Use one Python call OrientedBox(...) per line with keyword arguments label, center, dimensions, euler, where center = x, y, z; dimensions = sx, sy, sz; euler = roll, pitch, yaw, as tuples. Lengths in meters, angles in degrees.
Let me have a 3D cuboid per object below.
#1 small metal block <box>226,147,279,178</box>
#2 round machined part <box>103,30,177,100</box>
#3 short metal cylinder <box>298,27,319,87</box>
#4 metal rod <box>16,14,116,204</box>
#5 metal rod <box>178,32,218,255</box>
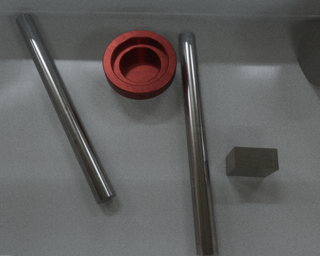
OrientedBox(label="small metal block", center=(0.112, 0.043, 0.382), dimensions=(0.050, 0.050, 0.025), euler=(3, 70, 0))
OrientedBox(label="round machined part", center=(-0.027, -0.083, 0.431), dimensions=(0.099, 0.042, 0.098), euler=(0, 70, -1))
OrientedBox(label="short metal cylinder", center=(0.235, -0.101, 0.420), dimensions=(0.050, 0.080, 0.080), euler=(-17, 71, -6))
OrientedBox(label="metal rod", center=(-0.134, -0.038, 0.421), dimensions=(0.025, 0.025, 0.299), euler=(-26, 72, -9))
OrientedBox(label="metal rod", center=(0.047, 0.005, 0.408), dimensions=(0.025, 0.025, 0.299), euler=(-3, 70, -1))
